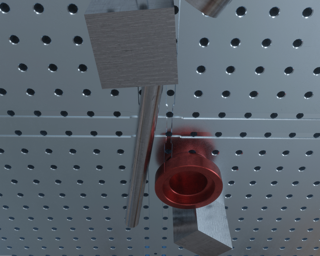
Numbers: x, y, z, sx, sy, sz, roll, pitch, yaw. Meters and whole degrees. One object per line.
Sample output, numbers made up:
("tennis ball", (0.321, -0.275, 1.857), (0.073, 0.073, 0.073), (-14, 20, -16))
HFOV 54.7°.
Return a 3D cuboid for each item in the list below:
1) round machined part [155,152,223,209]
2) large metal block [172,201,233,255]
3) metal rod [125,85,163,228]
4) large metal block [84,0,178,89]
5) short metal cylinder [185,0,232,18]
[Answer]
("round machined part", (0.042, 0.075, 0.464), (0.099, 0.042, 0.097), (0, 129, 0))
("large metal block", (0.068, 0.157, 0.510), (0.080, 0.080, 0.050), (35, 122, -27))
("metal rod", (-0.029, 0.055, 0.457), (0.025, 0.025, 0.298), (6, 130, -6))
("large metal block", (-0.024, -0.090, 0.319), (0.080, 0.050, 0.080), (-4, 130, 3))
("short metal cylinder", (0.035, -0.139, 0.257), (0.080, 0.080, 0.050), (29, 124, -23))
